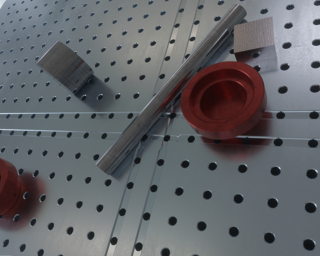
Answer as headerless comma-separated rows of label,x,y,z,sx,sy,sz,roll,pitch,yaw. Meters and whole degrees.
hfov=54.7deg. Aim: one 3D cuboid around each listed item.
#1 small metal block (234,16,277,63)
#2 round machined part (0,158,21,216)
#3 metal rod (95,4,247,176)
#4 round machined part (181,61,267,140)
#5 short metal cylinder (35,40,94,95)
small metal block,0.127,-0.116,0.413,0.050,0.025,0.050,-7,59,24
round machined part,-0.255,0.097,0.472,0.098,0.042,0.098,-13,56,21
metal rod,0.020,-0.058,0.433,0.025,0.025,0.300,35,81,38
round machined part,0.079,-0.029,0.374,0.098,0.042,0.098,-13,56,21
short metal cylinder,-0.158,-0.099,0.517,0.080,0.080,0.050,32,80,38
